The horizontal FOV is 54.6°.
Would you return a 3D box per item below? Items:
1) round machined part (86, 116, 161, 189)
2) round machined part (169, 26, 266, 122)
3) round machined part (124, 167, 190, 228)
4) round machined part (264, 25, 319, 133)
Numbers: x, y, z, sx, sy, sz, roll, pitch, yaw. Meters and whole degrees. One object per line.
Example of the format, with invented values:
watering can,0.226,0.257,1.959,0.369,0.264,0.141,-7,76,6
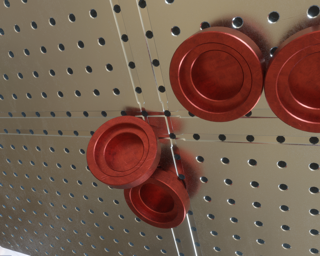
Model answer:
round machined part,-0.046,0.035,0.424,0.098,0.098,0.042,13,159,21
round machined part,0.063,-0.059,0.331,0.098,0.042,0.097,13,124,20
round machined part,-0.001,0.098,0.462,0.098,0.042,0.097,13,124,21
round machined part,0.150,-0.047,0.289,0.098,0.042,0.097,11,123,17
